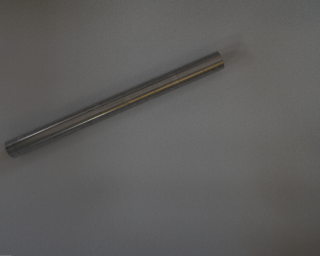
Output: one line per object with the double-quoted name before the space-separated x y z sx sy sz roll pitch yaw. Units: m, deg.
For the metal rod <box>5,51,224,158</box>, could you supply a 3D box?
"metal rod" -0.058 -0.031 0.410 0.301 0.025 0.025 -23 90 -1
